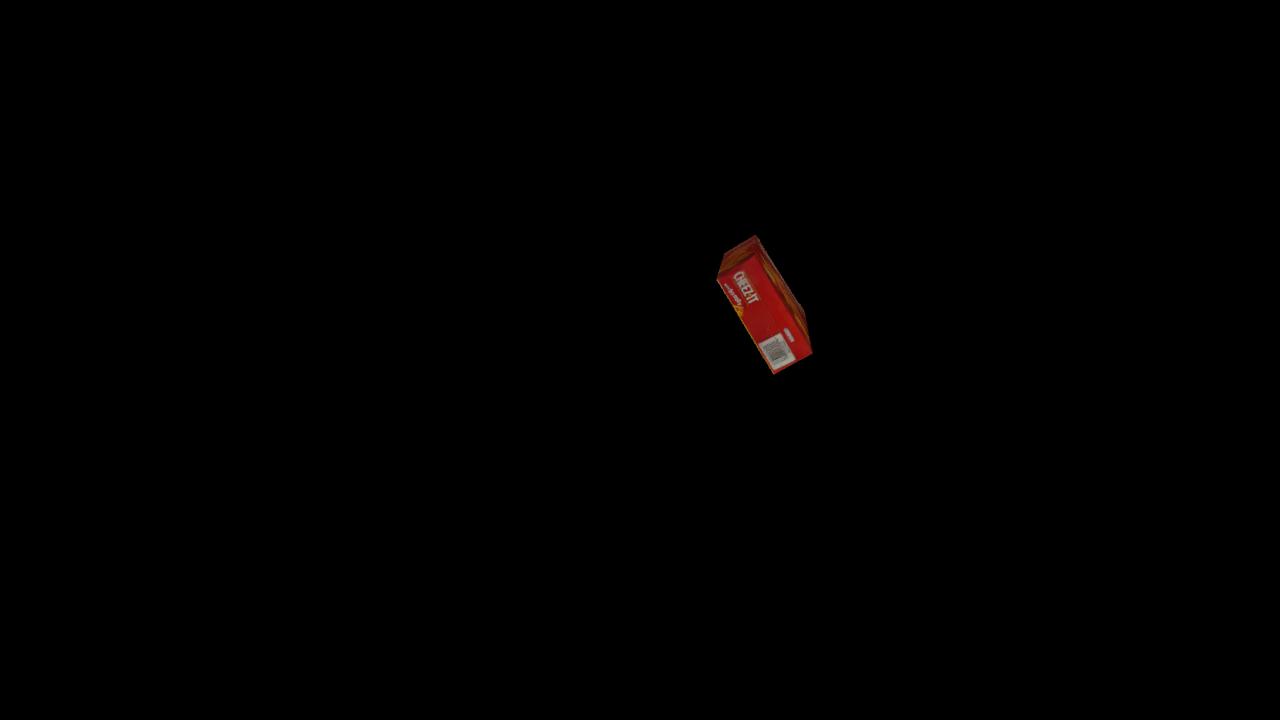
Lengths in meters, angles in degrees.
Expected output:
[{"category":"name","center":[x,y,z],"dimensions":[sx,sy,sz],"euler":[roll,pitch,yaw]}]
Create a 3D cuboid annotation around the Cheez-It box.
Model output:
[{"category":"Cheez-It box","center":[0.193,-0.094,0.948],"dimensions":[0.071,0.166,0.223],"euler":[-30,10,19]}]
